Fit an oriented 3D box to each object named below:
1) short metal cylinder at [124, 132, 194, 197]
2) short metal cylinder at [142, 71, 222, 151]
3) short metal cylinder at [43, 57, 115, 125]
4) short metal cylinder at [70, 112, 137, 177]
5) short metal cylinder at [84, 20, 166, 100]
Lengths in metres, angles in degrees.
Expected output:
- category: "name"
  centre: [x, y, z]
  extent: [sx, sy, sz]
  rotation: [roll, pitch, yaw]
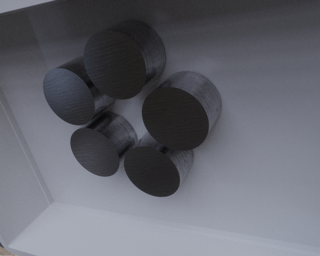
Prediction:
- category: "short metal cylinder"
  centre: [-0.001, 0.046, 0.419]
  extent: [0.080, 0.050, 0.079]
  rotation: [13, 124, 21]
- category: "short metal cylinder"
  centre: [0.026, -0.020, 0.364]
  extent: [0.080, 0.050, 0.079]
  rotation: [13, 124, 21]
- category: "short metal cylinder"
  centre: [-0.107, -0.050, 0.415]
  extent: [0.080, 0.050, 0.079]
  rotation: [13, 124, 21]
- category: "short metal cylinder"
  centre: [-0.080, 0.023, 0.446]
  extent: [0.080, 0.050, 0.079]
  rotation: [13, 124, 21]
- category: "short metal cylinder"
  centre: [-0.041, -0.080, 0.362]
  extent: [0.080, 0.050, 0.079]
  rotation: [13, 124, 21]
